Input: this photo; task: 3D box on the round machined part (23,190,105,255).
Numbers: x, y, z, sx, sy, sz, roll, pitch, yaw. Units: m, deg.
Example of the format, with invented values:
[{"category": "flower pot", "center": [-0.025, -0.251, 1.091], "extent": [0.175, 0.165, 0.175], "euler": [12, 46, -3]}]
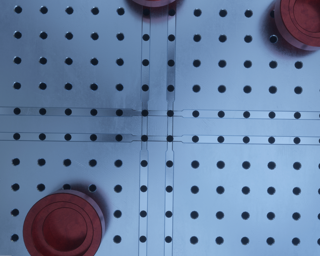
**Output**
[{"category": "round machined part", "center": [-0.121, 0.129, 0.404], "extent": [0.099, 0.042, 0.097], "euler": [0, 90, 0]}]

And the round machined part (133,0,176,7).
[{"category": "round machined part", "center": [-0.008, -0.206, 0.405], "extent": [0.099, 0.042, 0.097], "euler": [0, 90, 0]}]

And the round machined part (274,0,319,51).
[{"category": "round machined part", "center": [0.198, -0.150, 0.406], "extent": [0.099, 0.042, 0.097], "euler": [0, 90, 0]}]
